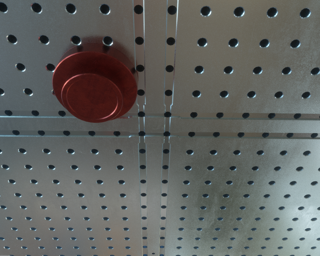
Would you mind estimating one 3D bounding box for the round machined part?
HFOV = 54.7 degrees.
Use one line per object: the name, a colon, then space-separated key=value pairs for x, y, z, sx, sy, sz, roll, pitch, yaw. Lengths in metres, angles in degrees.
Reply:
round machined part: x=-0.076 y=-0.044 z=0.362 sx=0.099 sy=0.042 sz=0.097 roll=0 pitch=130 yaw=0
